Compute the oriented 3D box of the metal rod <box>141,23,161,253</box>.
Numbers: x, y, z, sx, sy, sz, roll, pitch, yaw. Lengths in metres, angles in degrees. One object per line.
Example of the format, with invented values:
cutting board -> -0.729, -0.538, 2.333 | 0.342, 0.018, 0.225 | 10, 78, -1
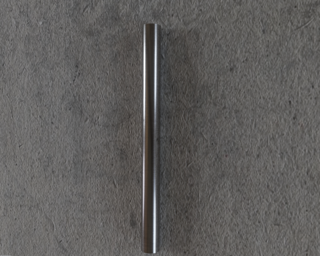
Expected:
metal rod -> -0.012, 0.014, 0.413 | 0.025, 0.025, 0.298 | 0, 90, 19
